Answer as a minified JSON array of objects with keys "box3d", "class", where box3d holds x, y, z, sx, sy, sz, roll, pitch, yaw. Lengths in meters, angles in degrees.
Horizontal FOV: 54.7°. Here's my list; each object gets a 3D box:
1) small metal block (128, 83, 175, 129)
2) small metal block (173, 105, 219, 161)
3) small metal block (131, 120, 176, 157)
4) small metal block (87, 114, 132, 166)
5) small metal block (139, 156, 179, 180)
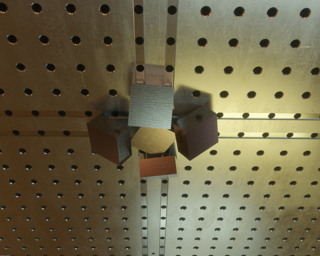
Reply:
[{"box3d":[-0.011,-0.026,0.373,0.050,0.025,0.050,5,94,-4],"class":"small metal block"},{"box3d":[0.048,0.007,0.402,0.050,0.025,0.050,-30,133,-21],"class":"small metal block"},{"box3d":[-0.009,0.008,0.417,0.050,0.025,0.050,25,126,-20],"class":"small metal block"},{"box3d":[-0.066,0.016,0.409,0.050,0.025,0.050,24,136,25],"class":"small metal block"},{"box3d":[0.000,0.058,0.445,0.050,0.025,0.050,-7,166,5],"class":"small metal block"}]
